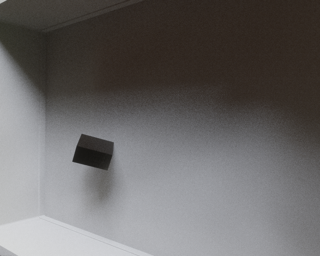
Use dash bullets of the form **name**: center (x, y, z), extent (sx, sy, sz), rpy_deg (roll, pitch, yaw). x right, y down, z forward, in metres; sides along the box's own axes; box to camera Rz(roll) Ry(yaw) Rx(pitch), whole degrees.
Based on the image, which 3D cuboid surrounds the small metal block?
- **small metal block**: center (-0.097, 0.035, 0.454), extent (0.050, 0.050, 0.025), rpy_deg (-109, 36, -71)
